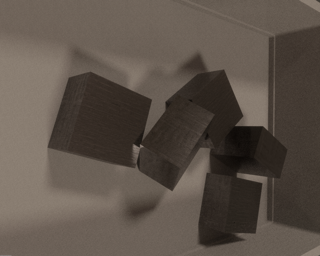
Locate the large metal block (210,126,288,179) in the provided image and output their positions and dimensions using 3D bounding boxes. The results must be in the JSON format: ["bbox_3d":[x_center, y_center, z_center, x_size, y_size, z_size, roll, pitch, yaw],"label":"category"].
[{"bbox_3d":[0.141,0.038,0.492,0.080,0.080,0.050,34,69,-35],"label":"large metal block"}]

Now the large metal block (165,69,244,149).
[{"bbox_3d":[0.067,-0.027,0.449,0.080,0.050,0.080,-43,116,-32],"label":"large metal block"}]

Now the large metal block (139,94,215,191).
[{"bbox_3d":[0.019,0.020,0.381,0.080,0.050,0.080,-54,167,-26],"label":"large metal block"}]

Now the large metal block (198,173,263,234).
[{"bbox_3d":[0.112,0.118,0.488,0.080,0.050,0.080,18,79,-39],"label":"large metal block"}]

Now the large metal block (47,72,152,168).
[{"bbox_3d":[-0.064,-0.006,0.338,0.080,0.050,0.080,22,76,-38],"label":"large metal block"}]
